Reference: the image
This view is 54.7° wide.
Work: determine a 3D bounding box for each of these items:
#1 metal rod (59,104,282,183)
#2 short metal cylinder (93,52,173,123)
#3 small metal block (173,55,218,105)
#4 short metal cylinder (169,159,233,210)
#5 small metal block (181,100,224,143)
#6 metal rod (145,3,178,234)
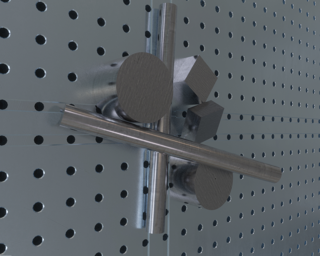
[{"bbox_3d":[0.031,0.026,0.383,0.302,0.025,0.025,17,79,-23],"label":"metal rod"},{"bbox_3d":[-0.031,-0.045,0.367,0.081,0.050,0.079,0,90,-40],"label":"short metal cylinder"},{"bbox_3d":[0.052,-0.070,0.453,0.050,0.025,0.050,43,64,-32],"label":"small metal block"},{"bbox_3d":[0.059,0.072,0.443,0.081,0.050,0.079,0,90,-40],"label":"short metal cylinder"},{"bbox_3d":[0.061,-0.007,0.445,0.050,0.025,0.050,-21,136,-38],"label":"small metal block"},{"bbox_3d":[0.002,-0.015,0.410,0.025,0.025,0.298,6,86,-40],"label":"metal rod"}]
